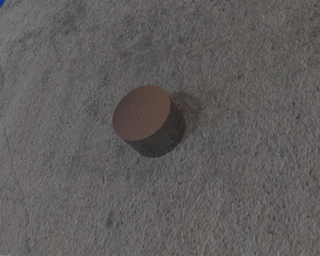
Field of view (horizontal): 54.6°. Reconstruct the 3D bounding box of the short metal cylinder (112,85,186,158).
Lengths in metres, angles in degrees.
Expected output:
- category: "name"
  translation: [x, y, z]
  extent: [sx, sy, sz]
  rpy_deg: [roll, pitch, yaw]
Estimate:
- category: "short metal cylinder"
  translation: [-0.014, -0.008, 0.401]
  extent: [0.080, 0.050, 0.080]
  rpy_deg: [-13, 56, 21]
